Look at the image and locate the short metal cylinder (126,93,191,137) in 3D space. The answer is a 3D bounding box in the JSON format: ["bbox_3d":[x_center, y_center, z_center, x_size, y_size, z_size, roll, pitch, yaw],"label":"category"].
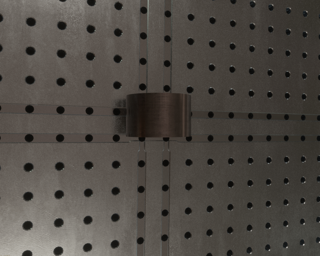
[{"bbox_3d":[-0.002,-0.015,0.384,0.081,0.080,0.050,0,90,-20],"label":"short metal cylinder"}]
